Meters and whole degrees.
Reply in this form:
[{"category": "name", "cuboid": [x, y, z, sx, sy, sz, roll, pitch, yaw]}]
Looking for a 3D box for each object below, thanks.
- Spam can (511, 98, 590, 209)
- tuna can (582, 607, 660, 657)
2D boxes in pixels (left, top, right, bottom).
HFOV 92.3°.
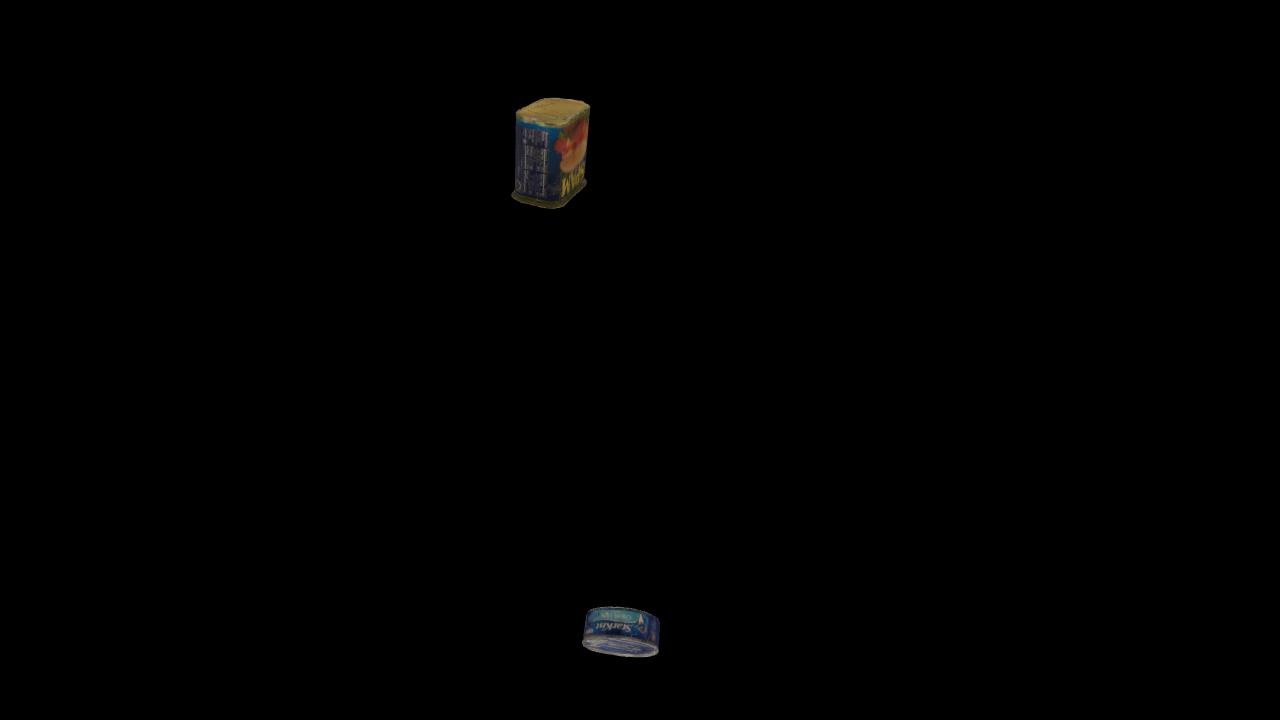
[{"category": "Spam can", "cuboid": [-0.090, -0.215, 0.632, 0.058, 0.085, 0.101, 14, 35, 8]}, {"category": "tuna can", "cuboid": [-0.020, 0.299, 0.675, 0.084, 0.034, 0.084, 5, -36, 3]}]
